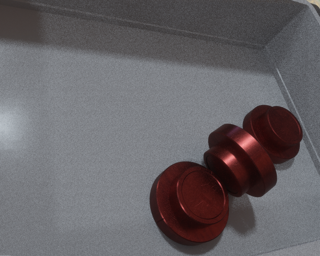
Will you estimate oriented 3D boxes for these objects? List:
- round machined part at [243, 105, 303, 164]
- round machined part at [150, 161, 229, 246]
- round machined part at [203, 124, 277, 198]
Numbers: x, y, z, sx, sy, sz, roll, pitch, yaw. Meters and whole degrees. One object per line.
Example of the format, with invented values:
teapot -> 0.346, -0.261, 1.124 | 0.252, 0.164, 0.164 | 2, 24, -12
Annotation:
round machined part -> 0.185, 0.004, 0.491 | 0.099, 0.042, 0.098 | 14, 56, -21
round machined part -> 0.041, 0.084, 0.365 | 0.099, 0.042, 0.098 | 13, 56, -21
round machined part -> 0.092, 0.046, 0.385 | 0.042, 0.098, 0.098 | -34, 80, -15
